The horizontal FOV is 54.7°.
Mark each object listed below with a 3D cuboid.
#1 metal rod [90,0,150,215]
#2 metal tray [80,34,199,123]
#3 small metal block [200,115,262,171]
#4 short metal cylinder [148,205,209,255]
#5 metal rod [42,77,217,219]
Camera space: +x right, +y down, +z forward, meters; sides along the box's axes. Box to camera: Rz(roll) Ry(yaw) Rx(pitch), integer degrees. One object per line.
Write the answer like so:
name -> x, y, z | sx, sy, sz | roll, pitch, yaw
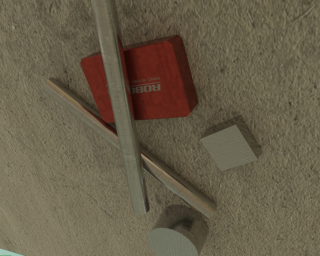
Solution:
metal rod -> -0.043, -0.011, 0.383 | 0.025, 0.025, 0.298 | 7, 122, 24
metal tray -> -0.027, -0.056, 0.383 | 0.130, 0.030, 0.090 | -3, 117, 29
small metal block -> 0.085, 0.019, 0.374 | 0.050, 0.025, 0.050 | -26, 105, 37
short metal cylinder -> 0.029, 0.166, 0.478 | 0.080, 0.050, 0.079 | 13, 124, 21
metal rod -> -0.045, 0.028, 0.447 | 0.300, 0.025, 0.025 | 38, 129, 2
